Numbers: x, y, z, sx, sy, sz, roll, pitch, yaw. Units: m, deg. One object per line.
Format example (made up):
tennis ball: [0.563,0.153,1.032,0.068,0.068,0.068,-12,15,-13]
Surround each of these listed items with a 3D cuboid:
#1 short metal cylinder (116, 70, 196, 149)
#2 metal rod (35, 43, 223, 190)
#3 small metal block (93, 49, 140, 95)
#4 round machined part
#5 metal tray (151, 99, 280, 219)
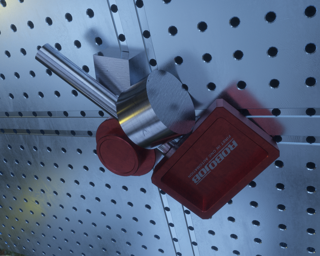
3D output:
short metal cylinder: [-0.004,-0.021,0.363,0.050,0.080,0.080,-28,103,37]
metal rod: [-0.026,-0.003,0.400,0.301,0.025,0.025,38,129,-8]
small metal block: [-0.054,-0.070,0.395,0.050,0.025,0.050,12,124,21]
round machined part: [-0.051,0.030,0.443,0.098,0.042,0.097,13,124,20]
metal tray: [0.063,0.041,0.372,0.090,0.030,0.129,37,114,-7]
